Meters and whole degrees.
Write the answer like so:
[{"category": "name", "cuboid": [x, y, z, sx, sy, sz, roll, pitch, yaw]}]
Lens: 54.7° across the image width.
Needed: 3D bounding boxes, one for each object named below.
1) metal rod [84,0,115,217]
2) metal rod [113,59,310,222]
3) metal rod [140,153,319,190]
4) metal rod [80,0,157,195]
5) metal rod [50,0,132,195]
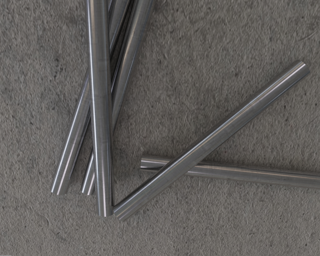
[{"category": "metal rod", "cuboid": [-0.070, -0.026, 0.371, 0.025, 0.025, 0.298, 1, 110, -1]}, {"category": "metal rod", "cuboid": [0.061, 0.020, 0.397, 0.300, 0.025, 0.025, -39, 106, 5]}, {"category": "metal rod", "cuboid": [0.124, 0.063, 0.434, 0.302, 0.025, 0.025, 6, 110, -3]}, {"category": "metal rod", "cuboid": [-0.053, -0.044, 0.392, 0.025, 0.025, 0.298, 17, 109, -7]}, {"category": "metal rod", "cuboid": [-0.089, -0.043, 0.393, 0.025, 0.025, 0.298, 20, 109, -7]}]
